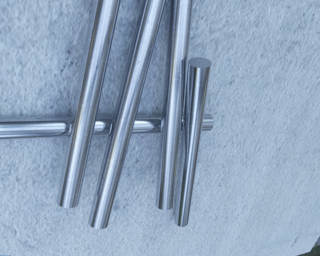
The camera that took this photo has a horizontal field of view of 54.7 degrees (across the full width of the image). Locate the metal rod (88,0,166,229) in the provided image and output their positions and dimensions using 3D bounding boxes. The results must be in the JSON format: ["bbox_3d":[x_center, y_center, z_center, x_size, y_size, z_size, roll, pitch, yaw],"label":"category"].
[{"bbox_3d":[-0.037,-0.022,0.346,0.025,0.025,0.298,7,107,-32],"label":"metal rod"}]

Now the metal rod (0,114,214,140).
[{"bbox_3d":[-0.065,-0.003,0.370,0.303,0.025,0.025,-2,119,-28],"label":"metal rod"}]

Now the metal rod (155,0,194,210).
[{"bbox_3d":[0.016,-0.034,0.369,0.025,0.025,0.298,-6,113,-26],"label":"metal rod"}]

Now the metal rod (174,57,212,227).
[{"bbox_3d":[0.040,0.043,0.432,0.025,0.025,0.298,-16,133,-20],"label":"metal rod"}]

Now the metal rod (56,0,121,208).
[{"bbox_3d":[-0.068,-0.053,0.314,0.025,0.025,0.298,5,109,-31],"label":"metal rod"}]
